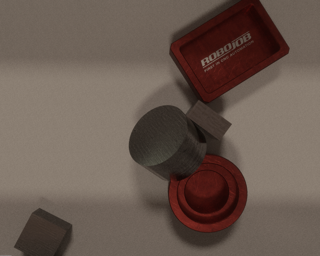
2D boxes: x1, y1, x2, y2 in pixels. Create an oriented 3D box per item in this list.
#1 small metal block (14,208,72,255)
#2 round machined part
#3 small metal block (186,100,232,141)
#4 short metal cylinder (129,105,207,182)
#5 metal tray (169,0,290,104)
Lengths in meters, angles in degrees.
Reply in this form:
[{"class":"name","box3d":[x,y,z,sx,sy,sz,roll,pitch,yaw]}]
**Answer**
[{"class":"small metal block","box3d":[-0.154,0.142,0.409,0.050,0.025,0.050,28,90,0]},{"class":"round machined part","box3d":[0.059,0.081,0.404,0.099,0.042,0.097,0,90,-1]},{"class":"small metal block","box3d":[0.060,-0.010,0.400,0.050,0.050,0.025,36,90,-1]},{"class":"short metal cylinder","box3d":[0.009,0.019,0.378,0.080,0.080,0.050,-48,134,0]},{"class":"metal tray","box3d":[0.089,-0.102,0.409,0.130,0.030,0.090,-32,90,-1]}]
